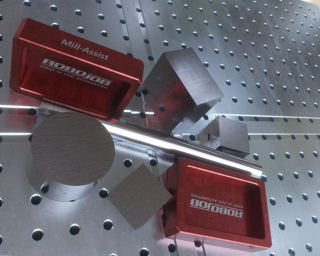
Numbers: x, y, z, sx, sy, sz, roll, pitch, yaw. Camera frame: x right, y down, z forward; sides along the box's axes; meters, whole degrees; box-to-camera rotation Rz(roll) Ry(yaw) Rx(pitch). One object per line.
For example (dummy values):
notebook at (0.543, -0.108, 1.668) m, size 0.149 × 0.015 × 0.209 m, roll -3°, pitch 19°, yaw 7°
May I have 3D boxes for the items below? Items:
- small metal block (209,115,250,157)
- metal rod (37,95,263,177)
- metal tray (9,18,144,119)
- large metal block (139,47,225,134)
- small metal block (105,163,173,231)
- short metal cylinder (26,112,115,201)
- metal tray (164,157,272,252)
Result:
small metal block at (0.101, 0.015, 0.453) m, size 0.050 × 0.025 × 0.050 m, roll 16°, pitch 55°, yaw -19°
metal rod at (0.002, 0.019, 0.397) m, size 0.302 × 0.025 × 0.025 m, roll 18°, pitch 55°, yaw -18°
metal tray at (-0.095, -0.059, 0.350) m, size 0.131 × 0.090 × 0.030 m, roll 17°, pitch 55°, yaw -19°
large metal block at (0.026, -0.048, 0.418) m, size 0.050 × 0.080 × 0.080 m, roll -20°, pitch 73°, yaw -36°
small metal block at (-0.023, 0.077, 0.349) m, size 0.050 × 0.025 × 0.050 m, roll 48°, pitch 51°, yaw 5°
short metal cylinder at (-0.093, 0.030, 0.322) m, size 0.081 × 0.050 × 0.080 m, roll 14°, pitch 56°, yaw -21°
metal tray at (0.073, 0.096, 0.384) m, size 0.131 × 0.030 × 0.090 m, roll 17°, pitch 55°, yaw -19°
